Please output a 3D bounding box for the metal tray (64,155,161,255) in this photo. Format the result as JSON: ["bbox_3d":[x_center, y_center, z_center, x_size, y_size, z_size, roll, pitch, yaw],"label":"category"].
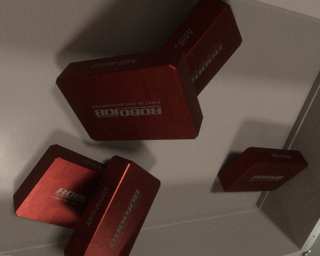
[{"bbox_3d":[-0.054,0.111,0.397,0.090,0.030,0.130,47,64,-53],"label":"metal tray"}]

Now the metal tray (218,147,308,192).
[{"bbox_3d":[0.176,0.073,0.530,0.131,0.030,0.089,6,137,-32],"label":"metal tray"}]

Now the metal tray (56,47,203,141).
[{"bbox_3d":[-0.030,-0.029,0.320,0.130,0.030,0.090,-2,133,24],"label":"metal tray"}]

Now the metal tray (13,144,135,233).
[{"bbox_3d":[-0.105,0.085,0.402,0.130,0.030,0.090,31,101,-39],"label":"metal tray"}]

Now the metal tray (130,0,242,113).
[{"bbox_3d":[0.034,-0.074,0.356,0.130,0.030,0.090,-50,156,7],"label":"metal tray"}]
